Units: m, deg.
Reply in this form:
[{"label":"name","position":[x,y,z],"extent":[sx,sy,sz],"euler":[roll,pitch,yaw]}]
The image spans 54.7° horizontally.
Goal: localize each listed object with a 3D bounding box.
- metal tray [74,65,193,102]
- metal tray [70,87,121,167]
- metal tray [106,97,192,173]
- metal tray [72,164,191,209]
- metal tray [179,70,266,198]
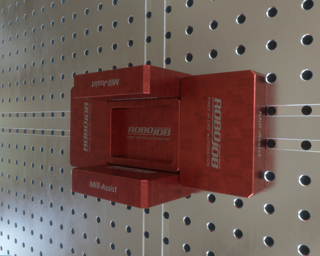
[{"label":"metal tray","position":[-0.035,-0.052,0.394],"extent":[0.130,0.091,0.030],"euler":[1,91,39]},{"label":"metal tray","position":[-0.102,-0.001,0.487],"extent":[0.090,0.030,0.129],"euler":[1,91,39]},{"label":"metal tray","position":[-0.018,0.007,0.416],"extent":[0.130,0.030,0.089],"euler":[1,91,39]},{"label":"metal tray","position":[-0.037,0.068,0.394],"extent":[0.130,0.091,0.030],"euler":[1,91,39]},{"label":"metal tray","position":[0.068,0.005,0.347],"extent":[0.090,0.030,0.129],"euler":[1,91,38]}]
